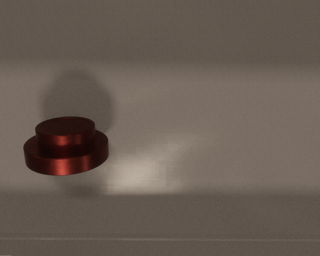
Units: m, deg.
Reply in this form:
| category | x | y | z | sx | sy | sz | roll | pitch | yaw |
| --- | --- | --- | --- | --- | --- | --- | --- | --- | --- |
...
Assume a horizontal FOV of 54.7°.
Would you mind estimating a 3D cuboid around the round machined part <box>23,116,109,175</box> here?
| category | x | y | z | sx | sy | sz | roll | pitch | yaw |
| --- | --- | --- | --- | --- | --- | --- | --- | --- | --- |
| round machined part | -0.113 | 0.016 | 0.377 | 0.099 | 0.098 | 0.042 | 1 | 110 | -1 |
